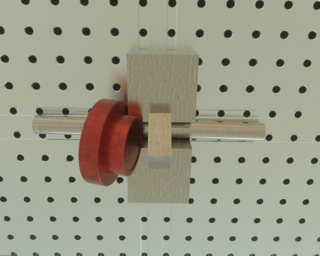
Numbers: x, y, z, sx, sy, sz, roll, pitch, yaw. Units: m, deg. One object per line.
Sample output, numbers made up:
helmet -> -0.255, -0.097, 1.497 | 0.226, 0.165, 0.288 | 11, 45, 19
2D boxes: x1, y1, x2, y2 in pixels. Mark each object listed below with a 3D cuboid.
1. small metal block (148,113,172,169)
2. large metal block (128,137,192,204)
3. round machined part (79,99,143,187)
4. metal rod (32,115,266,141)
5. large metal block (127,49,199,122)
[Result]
small metal block -> 0.000, 0.016, 0.359 | 0.025, 0.050, 0.050 | 1, 66, 0
large metal block -> -0.001, 0.054, 0.420 | 0.081, 0.050, 0.079 | 1, 110, -1
round machined part -> -0.049, 0.018, 0.350 | 0.042, 0.098, 0.097 | 9, 111, 12
metal rod -> -0.013, 0.000, 0.413 | 0.302, 0.025, 0.025 | 2, 110, -1
large metal block -> 0.003, -0.053, 0.380 | 0.081, 0.050, 0.079 | 1, 110, -1
